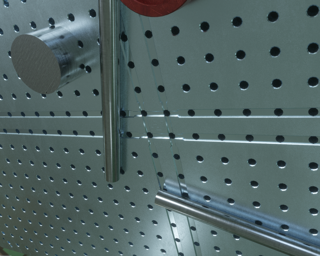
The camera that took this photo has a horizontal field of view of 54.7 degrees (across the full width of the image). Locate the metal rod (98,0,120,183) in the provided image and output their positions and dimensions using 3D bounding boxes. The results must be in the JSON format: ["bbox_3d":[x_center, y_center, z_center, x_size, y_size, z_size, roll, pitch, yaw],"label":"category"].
[{"bbox_3d":[-0.066,-0.044,0.418,0.025,0.025,0.298,17,125,18],"label":"metal rod"}]

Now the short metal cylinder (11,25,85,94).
[{"bbox_3d":[-0.150,-0.092,0.417,0.080,0.050,0.079,13,124,21],"label":"short metal cylinder"}]

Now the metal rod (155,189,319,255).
[{"bbox_3d":[0.134,0.146,0.430,0.301,0.025,0.025,16,125,18],"label":"metal rod"}]

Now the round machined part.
[{"bbox_3d":[-0.001,-0.162,0.301,0.098,0.042,0.097,13,124,21],"label":"round machined part"}]
